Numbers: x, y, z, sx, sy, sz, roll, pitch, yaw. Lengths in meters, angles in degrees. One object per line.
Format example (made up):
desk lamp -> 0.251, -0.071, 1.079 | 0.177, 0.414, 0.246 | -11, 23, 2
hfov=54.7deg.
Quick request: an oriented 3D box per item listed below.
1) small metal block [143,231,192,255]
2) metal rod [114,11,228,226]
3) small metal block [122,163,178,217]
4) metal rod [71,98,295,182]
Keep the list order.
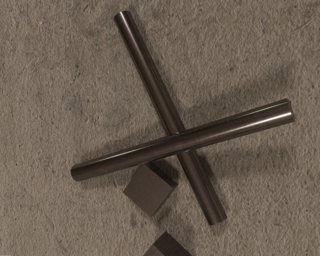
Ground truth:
small metal block -> 0.011, 0.164, 0.391 | 0.050, 0.050, 0.025 | 40, 103, 15
metal rod -> 0.010, -0.019, 0.404 | 0.025, 0.025, 0.299 | -27, 81, 17
small metal block -> -0.013, 0.080, 0.413 | 0.050, 0.025, 0.050 | 38, 102, 15
metal rod -> 0.006, 0.024, 0.380 | 0.300, 0.025, 0.025 | -18, 84, 28
